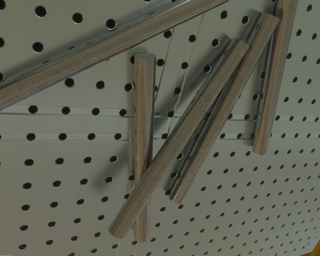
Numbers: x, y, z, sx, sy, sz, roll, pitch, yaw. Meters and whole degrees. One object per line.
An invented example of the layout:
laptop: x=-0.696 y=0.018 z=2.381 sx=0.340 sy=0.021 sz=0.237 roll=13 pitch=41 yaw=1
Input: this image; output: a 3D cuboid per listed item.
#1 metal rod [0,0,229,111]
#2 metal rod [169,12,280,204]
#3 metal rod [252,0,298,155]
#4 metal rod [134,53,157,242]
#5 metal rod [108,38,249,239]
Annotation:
metal rod: x=-0.059 y=-0.085 z=0.326 sx=0.301 sy=0.025 sz=0.025 roll=-28 pitch=128 yaw=-10
metal rod: x=0.084 y=-0.016 z=0.446 sx=0.025 sy=0.025 sz=0.298 roll=12 pitch=112 yaw=-33
metal rod: x=0.166 y=-0.089 z=0.445 sx=0.025 sy=0.025 sz=0.298 roll=-15 pitch=125 yaw=-20
metal rod: x=-0.023 y=0.047 z=0.426 sx=0.025 sy=0.025 sz=0.298 roll=-11 pitch=123 yaw=-22
metal rod: x=0.023 y=0.016 z=0.408 sx=0.025 sy=0.025 sz=0.299 roll=31 pitch=94 yaw=-38
